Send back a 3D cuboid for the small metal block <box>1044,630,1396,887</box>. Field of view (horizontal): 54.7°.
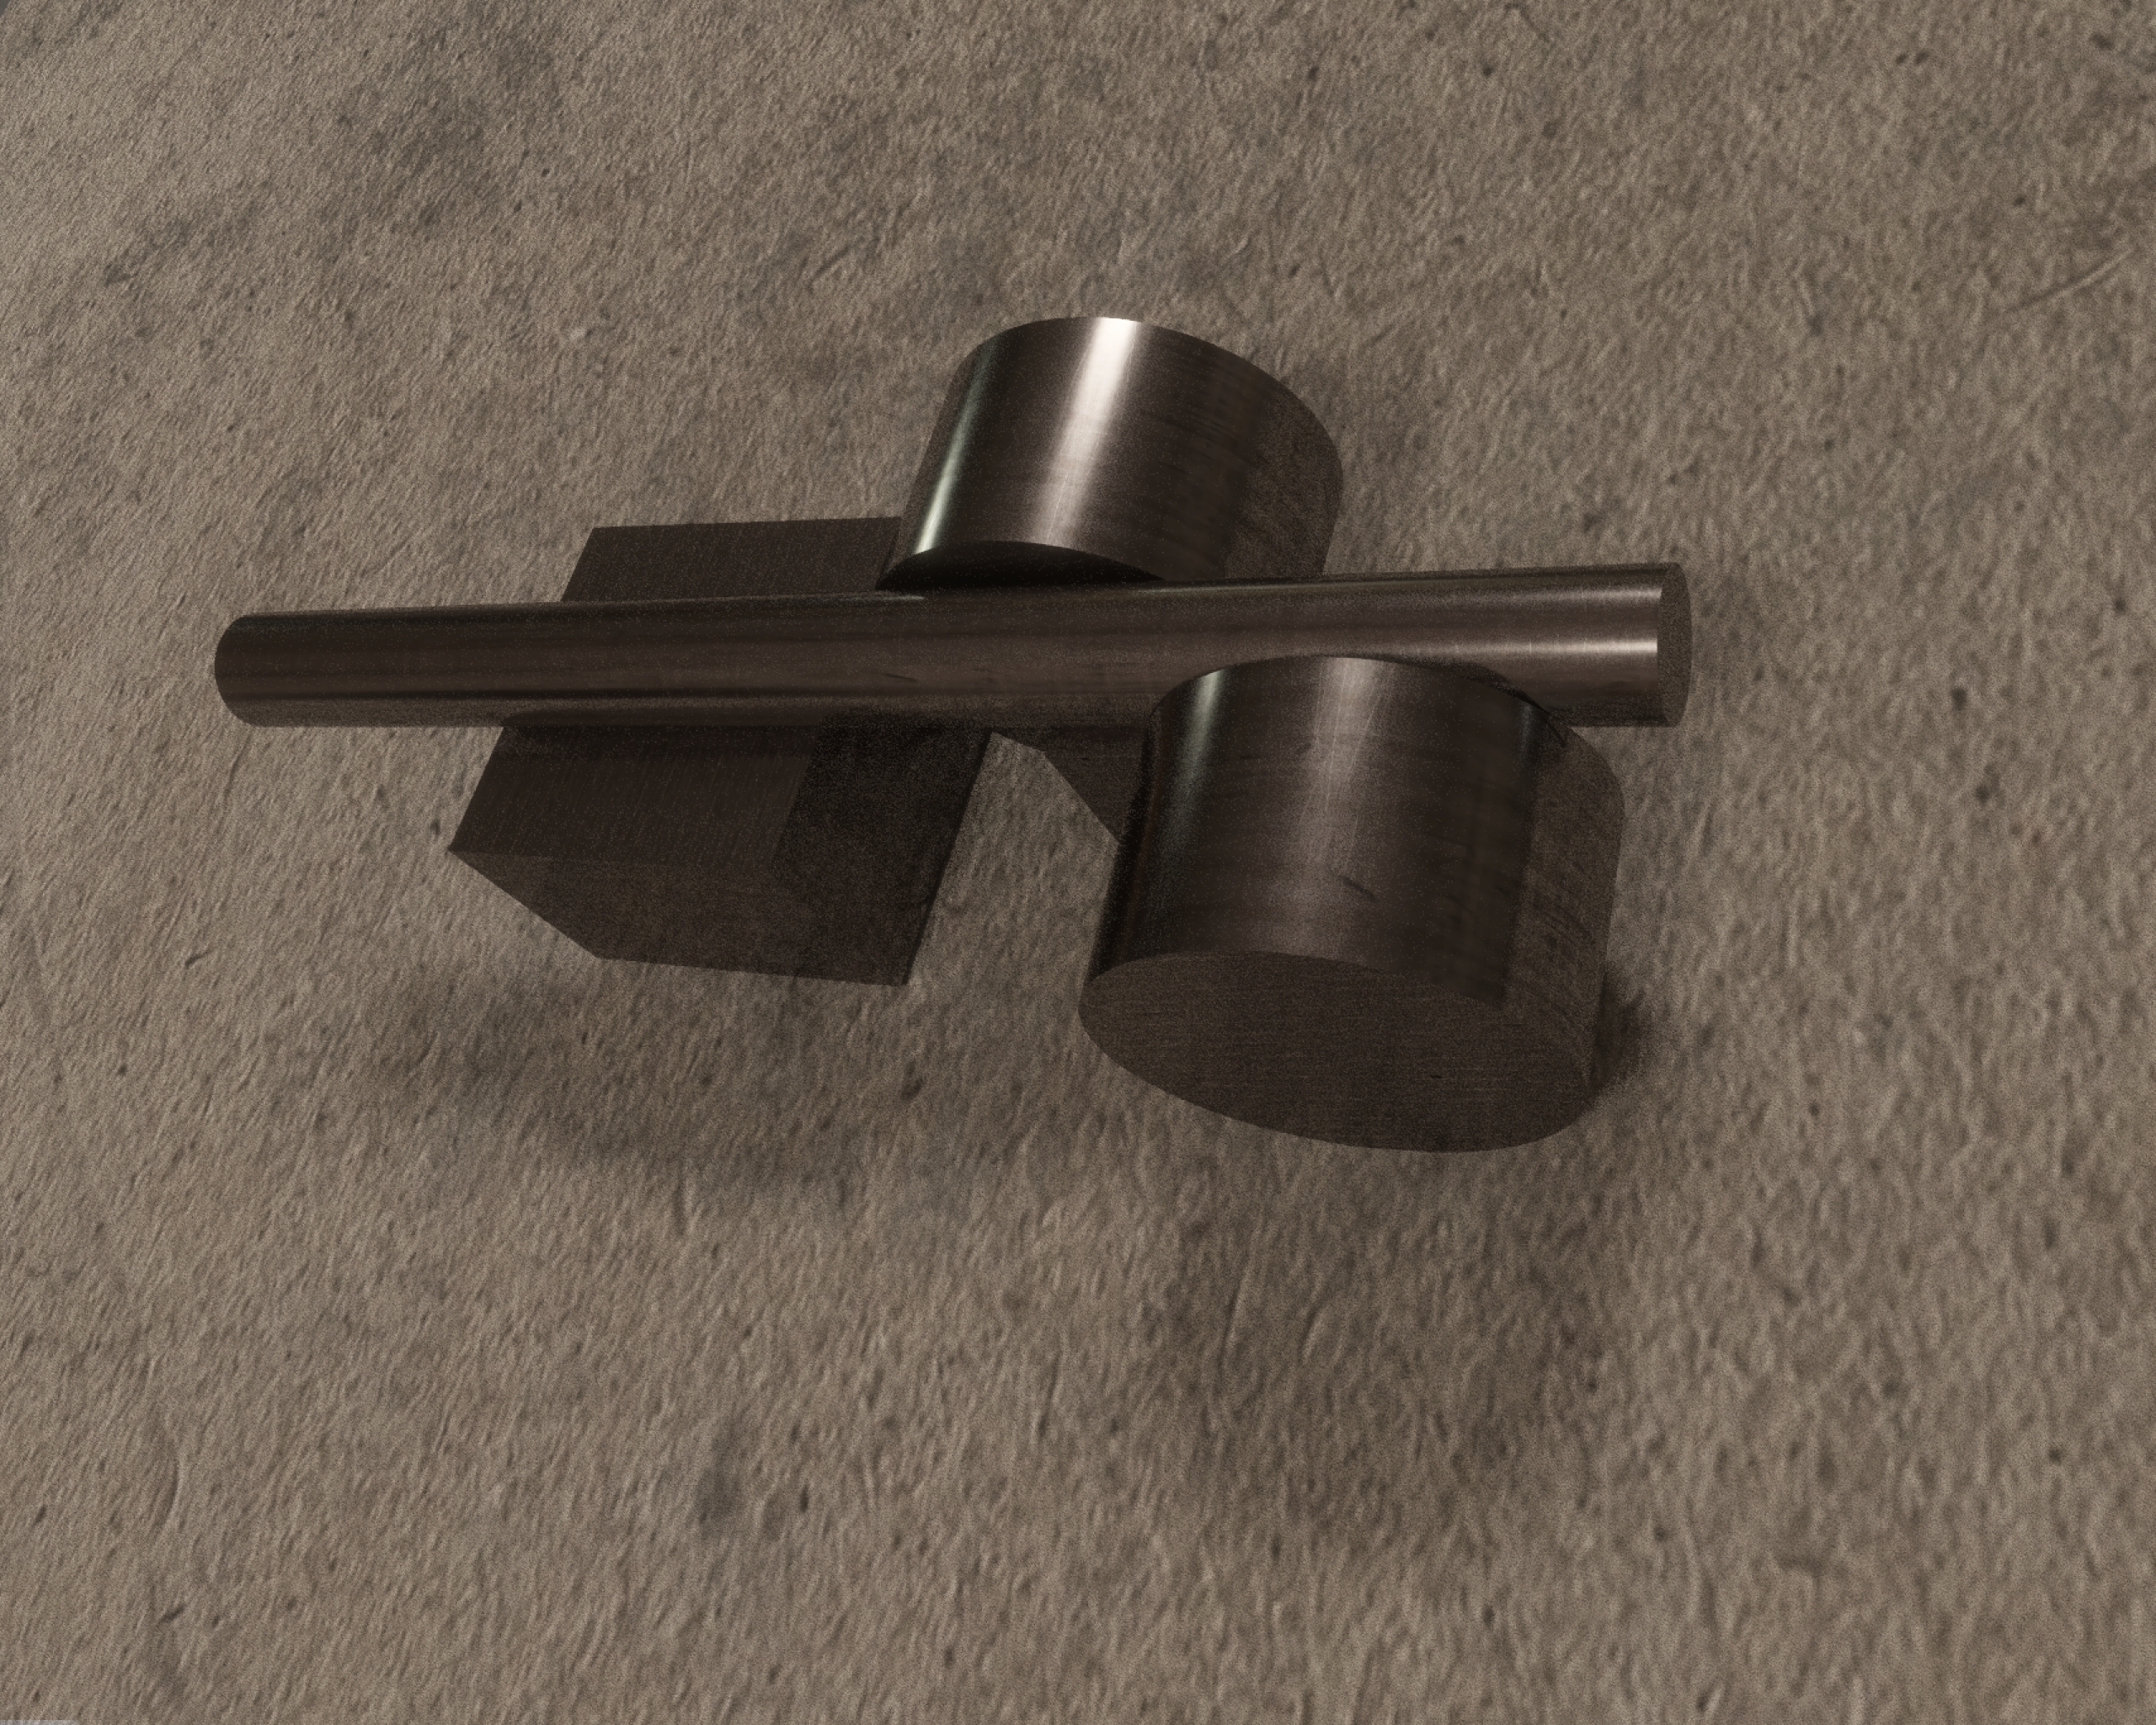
[{"bbox_3d":[0.030,-0.018,0.382,0.050,0.050,0.025,1,63,28],"label":"small metal block"}]

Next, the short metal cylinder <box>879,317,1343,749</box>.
[{"bbox_3d":[0.006,-0.059,0.403,0.080,0.080,0.050,2,63,29],"label":"short metal cylinder"}]

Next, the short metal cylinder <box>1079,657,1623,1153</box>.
[{"bbox_3d":[0.045,0.009,0.339,0.080,0.080,0.050,0,62,28],"label":"short metal cylinder"}]

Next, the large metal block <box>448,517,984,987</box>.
[{"bbox_3d":[-0.070,-0.024,0.435,0.080,0.050,0.080,3,63,29],"label":"large metal block"}]

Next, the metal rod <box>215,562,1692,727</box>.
[{"bbox_3d":[-0.043,-0.037,0.384,0.301,0.025,0.025,2,63,27],"label":"metal rod"}]
